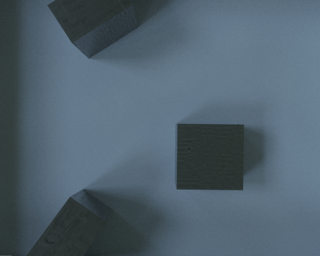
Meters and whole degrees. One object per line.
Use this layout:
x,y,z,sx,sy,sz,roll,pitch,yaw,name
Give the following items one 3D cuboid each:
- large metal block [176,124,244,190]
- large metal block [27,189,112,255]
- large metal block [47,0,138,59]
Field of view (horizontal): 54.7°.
0.061,0.035,0.399,0.081,0.050,0.080,1,90,0,large metal block
-0.105,0.126,0.379,0.050,0.080,0.080,36,83,0,large metal block
-0.077,-0.137,0.383,0.080,0.080,0.050,-33,90,0,large metal block
